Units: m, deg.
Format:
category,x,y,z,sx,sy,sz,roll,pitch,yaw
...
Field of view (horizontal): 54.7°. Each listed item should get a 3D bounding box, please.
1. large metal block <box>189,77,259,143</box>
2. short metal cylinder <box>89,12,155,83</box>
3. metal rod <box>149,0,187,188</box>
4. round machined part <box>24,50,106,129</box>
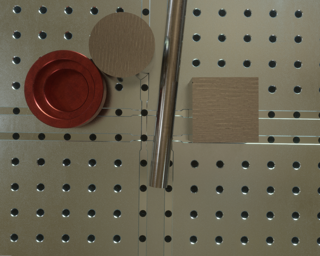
category,x,y,z,sx,sy,sz,roll,pitch,yaw
large metal block,0.080,-0.022,0.401,0.081,0.050,0.080,0,90,0
short metal cylinder,-0.046,-0.101,0.400,0.081,0.050,0.080,0,90,0
metal rod,0.013,-0.071,0.413,0.025,0.025,0.298,6,90,0
round machined part,-0.119,-0.048,0.404,0.099,0.042,0.097,0,90,0
